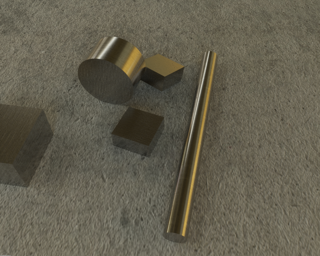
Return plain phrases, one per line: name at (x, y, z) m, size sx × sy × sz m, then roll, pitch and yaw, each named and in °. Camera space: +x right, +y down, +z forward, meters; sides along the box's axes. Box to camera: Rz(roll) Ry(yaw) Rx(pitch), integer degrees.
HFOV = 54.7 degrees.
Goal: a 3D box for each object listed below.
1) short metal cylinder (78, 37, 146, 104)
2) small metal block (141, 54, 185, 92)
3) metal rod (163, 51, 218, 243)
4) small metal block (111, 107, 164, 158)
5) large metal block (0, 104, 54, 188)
short metal cylinder at (-0.066, -0.079, 0.433) m, size 0.080 × 0.080 × 0.050 m, roll 13°, pitch 52°, yaw 10°
small metal block at (0.000, -0.085, 0.467) m, size 0.050 × 0.025 × 0.050 m, roll 32°, pitch 42°, yaw 23°
metal rod at (0.048, -0.002, 0.405) m, size 0.025 × 0.025 × 0.300 m, roll 10°, pitch 51°, yaw 8°
small metal block at (-0.027, 0.005, 0.399) m, size 0.050 × 0.025 × 0.050 m, roll 18°, pitch 52°, yaw 14°
large metal block at (-0.187, 0.018, 0.369) m, size 0.080 × 0.050 × 0.080 m, roll 7°, pitch 50°, yaw 5°
